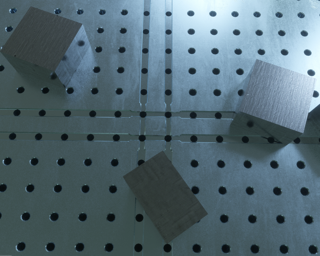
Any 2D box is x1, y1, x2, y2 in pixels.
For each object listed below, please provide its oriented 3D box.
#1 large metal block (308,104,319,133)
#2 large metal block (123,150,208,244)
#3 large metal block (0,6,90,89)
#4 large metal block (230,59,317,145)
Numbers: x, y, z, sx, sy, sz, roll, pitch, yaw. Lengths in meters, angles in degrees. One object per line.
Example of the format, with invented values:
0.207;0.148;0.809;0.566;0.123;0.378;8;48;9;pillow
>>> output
0.259;-0.012;0.406;0.080;0.050;0.080;-28;73;-10;large metal block
0.005;0.082;0.353;0.050;0.080;0.080;-33;74;-11;large metal block
-0.158;-0.113;0.438;0.080;0.050;0.080;21;71;7;large metal block
0.149;-0.034;0.413;0.080;0.050;0.080;20;71;7;large metal block
